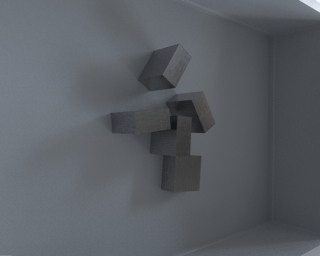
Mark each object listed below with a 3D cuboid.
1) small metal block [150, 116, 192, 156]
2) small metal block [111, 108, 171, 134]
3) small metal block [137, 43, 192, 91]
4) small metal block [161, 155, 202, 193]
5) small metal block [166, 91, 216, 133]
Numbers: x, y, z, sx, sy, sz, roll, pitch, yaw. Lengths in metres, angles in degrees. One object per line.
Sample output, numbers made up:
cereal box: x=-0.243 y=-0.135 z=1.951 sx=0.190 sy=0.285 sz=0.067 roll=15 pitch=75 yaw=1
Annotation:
small metal block: x=0.014 y=0.010 z=0.404 sx=0.025 sy=0.050 sz=0.050 roll=5 pitch=87 yaw=-40
small metal block: x=-0.023 y=-0.009 z=0.373 sx=0.050 sy=0.050 sz=0.025 roll=-8 pitch=96 yaw=-40
small metal block: x=0.005 y=-0.076 z=0.397 sx=0.025 sy=0.050 sz=0.050 roll=41 pitch=65 yaw=-33
small metal block: x=0.030 y=0.062 z=0.435 sx=0.050 sy=0.025 sz=0.050 roll=6 pitch=86 yaw=-40
small metal block: x=0.042 y=-0.021 z=0.428 sx=0.025 sy=0.050 sz=0.050 roll=-38 pitch=114 yaw=-34
